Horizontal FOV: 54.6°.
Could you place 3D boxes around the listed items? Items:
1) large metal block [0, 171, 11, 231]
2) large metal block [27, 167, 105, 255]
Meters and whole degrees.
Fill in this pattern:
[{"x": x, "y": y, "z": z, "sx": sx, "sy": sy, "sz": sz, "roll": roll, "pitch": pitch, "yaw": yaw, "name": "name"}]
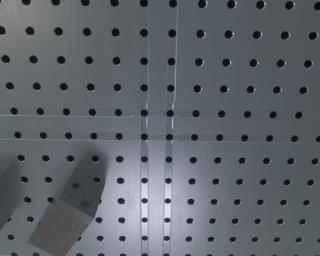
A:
[{"x": -0.267, "y": 0.105, "z": 0.437, "sx": 0.080, "sy": 0.050, "sz": 0.079, "roll": 4, "pitch": 110, "yaw": -2, "name": "large metal block"}, {"x": -0.125, "y": 0.114, "z": 0.425, "sx": 0.050, "sy": 0.080, "sz": 0.080, "roll": 34, "pitch": 106, "yaw": -12, "name": "large metal block"}]
